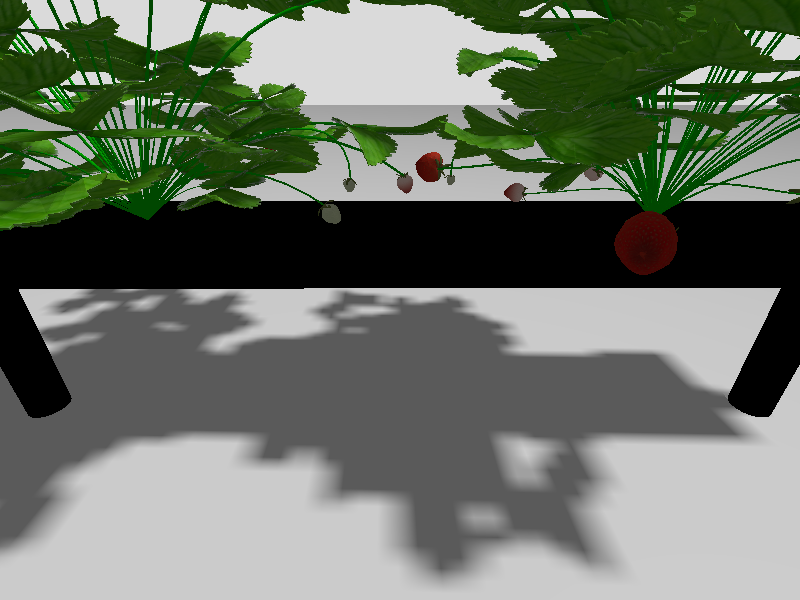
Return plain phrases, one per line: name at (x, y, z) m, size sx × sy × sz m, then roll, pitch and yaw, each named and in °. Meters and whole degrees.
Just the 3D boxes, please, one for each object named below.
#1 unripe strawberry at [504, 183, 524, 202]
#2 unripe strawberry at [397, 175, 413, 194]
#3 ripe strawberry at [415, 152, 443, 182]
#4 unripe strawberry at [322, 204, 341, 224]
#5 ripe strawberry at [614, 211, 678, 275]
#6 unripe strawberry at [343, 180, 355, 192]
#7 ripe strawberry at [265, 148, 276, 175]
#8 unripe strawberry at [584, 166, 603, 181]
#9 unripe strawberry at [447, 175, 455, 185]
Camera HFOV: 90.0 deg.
unripe strawberry at (0.116, -0.110, 0.408) m, size 0.019 × 0.019 × 0.021 m, roll 14°, pitch 31°, yaw 26°
unripe strawberry at (0.007, -0.130, 0.450) m, size 0.019 × 0.020 × 0.018 m, roll -30°, pitch 35°, yaw -11°
ripe strawberry at (0.036, -0.165, 0.496) m, size 0.034 × 0.036 × 0.031 m, roll 21°, pitch 34°, yaw 36°
unripe strawberry at (-0.058, -0.074, 0.343) m, size 0.016 × 0.018 × 0.018 m, roll -37°, pitch 19°, yaw 21°
ripe strawberry at (0.148, -0.033, 0.242) m, size 0.033 × 0.038 × 0.036 m, roll 16°, pitch 32°, yaw 28°
unripe strawberry at (-0.057, -0.128, 0.449) m, size 0.013 × 0.014 × 0.015 m, roll -17°, pitch 32°, yaw -29°
ripe strawberry at (-0.173, -0.185, 0.535) m, size 0.038 × 0.034 × 0.035 m, roll 7°, pitch 28°, yaw 12°
unripe strawberry at (0.245, -0.163, 0.509) m, size 0.022 × 0.024 × 0.024 m, roll 3°, pitch 14°, yaw 6°
unripe strawberry at (0.057, -0.136, 0.454) m, size 0.010 × 0.011 × 0.011 m, roll 18°, pitch 32°, yaw 30°
